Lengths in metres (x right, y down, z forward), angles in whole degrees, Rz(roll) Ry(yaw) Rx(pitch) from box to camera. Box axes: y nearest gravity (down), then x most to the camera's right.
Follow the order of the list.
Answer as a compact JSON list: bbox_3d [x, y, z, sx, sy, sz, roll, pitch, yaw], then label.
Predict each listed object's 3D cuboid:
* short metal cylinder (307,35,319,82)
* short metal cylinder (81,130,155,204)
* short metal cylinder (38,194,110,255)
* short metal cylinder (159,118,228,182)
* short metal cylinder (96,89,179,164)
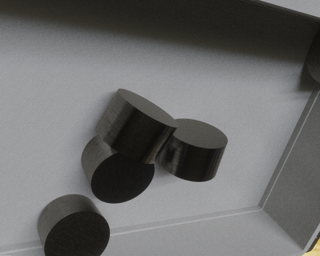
[{"bbox_3d":[0.268,-0.103,0.455,0.050,0.080,0.079,-1,119,-28],"label":"short metal cylinder"},{"bbox_3d":[-0.054,0.048,0.393,0.081,0.050,0.079,-14,124,-21],"label":"short metal cylinder"},{"bbox_3d":[-0.112,0.133,0.401,0.081,0.050,0.079,-9,107,-28],"label":"short metal cylinder"},{"bbox_3d":[0.044,0.028,0.414,0.081,0.080,0.050,-1,119,-28],"label":"short metal cylinder"},{"bbox_3d":[-0.026,-0.003,0.357,0.080,0.080,0.050,23,106,-37],"label":"short metal cylinder"}]
